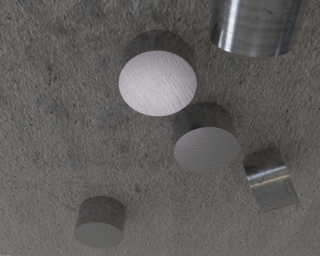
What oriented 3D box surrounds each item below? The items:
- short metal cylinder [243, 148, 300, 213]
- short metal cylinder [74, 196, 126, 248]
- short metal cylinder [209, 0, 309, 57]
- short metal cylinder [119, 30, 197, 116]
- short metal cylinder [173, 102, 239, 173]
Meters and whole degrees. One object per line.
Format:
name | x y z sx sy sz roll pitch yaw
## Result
short metal cylinder | 0.155 0.073 0.434 0.050 0.080 0.080 -22 127 18
short metal cylinder | -0.100 0.161 0.527 0.081 0.050 0.079 0 130 0
short metal cylinder | 0.088 -0.106 0.282 0.081 0.080 0.050 0 130 0
short metal cylinder | -0.002 -0.060 0.340 0.081 0.050 0.079 0 130 0
short metal cylinder | 0.057 0.013 0.402 0.081 0.050 0.079 0 130 0
